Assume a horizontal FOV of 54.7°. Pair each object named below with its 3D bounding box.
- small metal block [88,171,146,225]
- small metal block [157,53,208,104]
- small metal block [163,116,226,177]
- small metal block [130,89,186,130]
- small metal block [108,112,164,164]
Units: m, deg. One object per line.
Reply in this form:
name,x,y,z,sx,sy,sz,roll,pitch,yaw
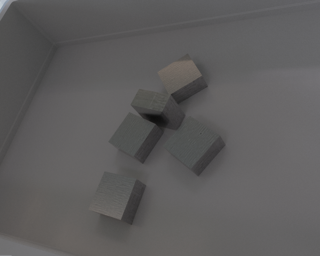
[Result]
small metal block,-0.052,0.085,0.381,0.050,0.025,0.050,7,65,31
small metal block,0.031,-0.068,0.431,0.050,0.025,0.050,-30,52,8
small metal block,0.041,0.021,0.372,0.050,0.025,0.050,-48,51,-6
small metal block,-0.002,-0.023,0.405,0.050,0.050,0.025,14,69,34
small metal block,-0.032,0.013,0.415,0.050,0.025,0.050,25,75,36
